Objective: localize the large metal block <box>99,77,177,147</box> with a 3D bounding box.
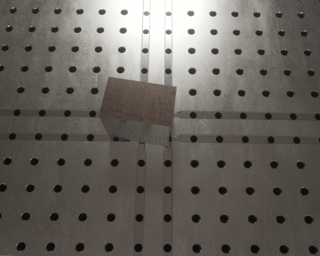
[{"bbox_3d":[-0.024,-0.017,0.389,0.080,0.080,0.050,9,70,3],"label":"large metal block"}]
